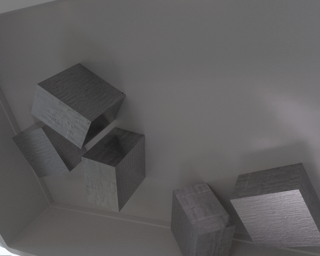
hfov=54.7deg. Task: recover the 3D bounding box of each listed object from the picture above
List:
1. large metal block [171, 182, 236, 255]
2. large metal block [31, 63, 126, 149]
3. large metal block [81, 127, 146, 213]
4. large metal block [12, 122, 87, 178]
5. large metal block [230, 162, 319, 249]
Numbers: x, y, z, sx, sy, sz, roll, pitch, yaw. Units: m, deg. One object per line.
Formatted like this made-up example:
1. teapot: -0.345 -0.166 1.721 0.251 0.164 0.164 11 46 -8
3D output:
1. large metal block: 0.054 0.135 0.420 0.050 0.080 0.079 -10 124 -17
2. large metal block: -0.106 -0.032 0.409 0.080 0.080 0.050 35 129 5
3. large metal block: -0.062 0.057 0.441 0.050 0.080 0.079 14 124 20
4. large metal block: -0.177 0.030 0.505 0.080 0.050 0.080 -14 111 34
5. large metal block: 0.144 0.096 0.376 0.080 0.050 0.080 -20 108 35
